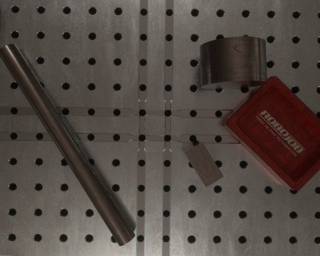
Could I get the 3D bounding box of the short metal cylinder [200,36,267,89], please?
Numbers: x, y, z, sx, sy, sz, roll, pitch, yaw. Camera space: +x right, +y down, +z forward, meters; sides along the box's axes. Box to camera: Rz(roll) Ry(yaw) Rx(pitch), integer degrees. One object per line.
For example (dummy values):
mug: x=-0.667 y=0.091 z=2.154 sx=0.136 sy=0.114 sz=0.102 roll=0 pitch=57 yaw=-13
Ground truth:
short metal cylinder: x=0.091 y=-0.078 z=0.387 sx=0.081 sy=0.080 sz=0.050 roll=-2 pitch=90 yaw=-1

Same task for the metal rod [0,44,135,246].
metal rod: x=-0.123 y=0.023 z=0.411 sx=0.025 sy=0.025 sz=0.299 roll=-32 pitch=90 yaw=0

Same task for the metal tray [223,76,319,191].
metal tray: x=0.161 y=0.007 z=0.412 sx=0.130 sy=0.030 sz=0.090 roll=44 pitch=90 yaw=-1

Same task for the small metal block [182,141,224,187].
small metal block: x=0.054 y=0.044 z=0.402 sx=0.025 sy=0.050 sz=0.050 roll=-32 pitch=90 yaw=0
